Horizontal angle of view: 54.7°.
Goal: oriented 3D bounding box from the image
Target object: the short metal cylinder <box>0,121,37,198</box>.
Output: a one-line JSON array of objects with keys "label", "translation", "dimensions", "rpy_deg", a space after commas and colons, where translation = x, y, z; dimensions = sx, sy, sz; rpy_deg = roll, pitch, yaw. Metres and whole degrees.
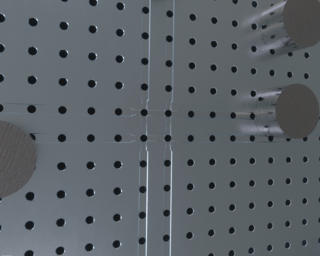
[{"label": "short metal cylinder", "translation": [-0.176, 0.032, 0.334], "dimensions": [0.081, 0.050, 0.079], "rpy_deg": [0, 90, -20]}]

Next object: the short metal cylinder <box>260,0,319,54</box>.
[{"label": "short metal cylinder", "translation": [0.202, -0.158, 0.474], "dimensions": [0.081, 0.050, 0.079], "rpy_deg": [0, 90, -20]}]

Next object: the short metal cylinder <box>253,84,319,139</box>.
[{"label": "short metal cylinder", "translation": [0.191, -0.024, 0.470], "dimensions": [0.081, 0.050, 0.079], "rpy_deg": [0, 90, -20]}]
